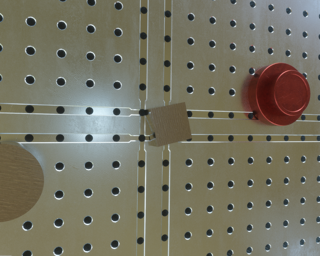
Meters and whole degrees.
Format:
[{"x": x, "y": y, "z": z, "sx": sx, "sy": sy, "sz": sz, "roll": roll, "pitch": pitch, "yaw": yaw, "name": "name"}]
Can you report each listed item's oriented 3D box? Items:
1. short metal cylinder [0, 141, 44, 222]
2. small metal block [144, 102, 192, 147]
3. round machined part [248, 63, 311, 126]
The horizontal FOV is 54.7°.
[{"x": -0.169, "y": 0.055, "z": 0.337, "sx": 0.081, "sy": 0.050, "sz": 0.079, "roll": 0, "pitch": 90, "yaw": -21, "name": "short metal cylinder"}, {"x": 0.011, "y": -0.005, "z": 0.418, "sx": 0.050, "sy": 0.025, "sz": 0.050, "roll": -13, "pitch": 95, "yaw": -20, "name": "small metal block"}, {"x": 0.189, "y": -0.052, "z": 0.475, "sx": 0.099, "sy": 0.042, "sz": 0.097, "roll": 0, "pitch": 90, "yaw": -21, "name": "round machined part"}]
